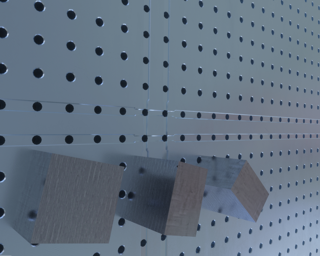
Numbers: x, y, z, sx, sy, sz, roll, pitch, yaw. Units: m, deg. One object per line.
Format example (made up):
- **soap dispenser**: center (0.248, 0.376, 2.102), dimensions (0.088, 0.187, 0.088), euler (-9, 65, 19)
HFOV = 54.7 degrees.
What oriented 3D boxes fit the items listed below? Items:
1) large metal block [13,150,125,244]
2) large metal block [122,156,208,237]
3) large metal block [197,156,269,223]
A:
- **large metal block**: center (-0.091, 0.071, 0.318), dimensions (0.080, 0.050, 0.080), euler (18, 79, -39)
- **large metal block**: center (0.005, 0.081, 0.380), dimensions (0.050, 0.080, 0.080), euler (20, 78, -39)
- **large metal block**: center (0.101, 0.089, 0.461), dimensions (0.080, 0.080, 0.050), euler (51, 60, -28)
